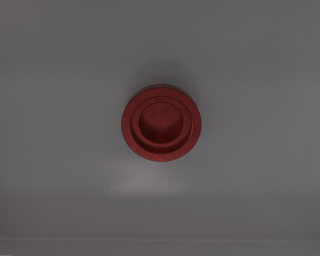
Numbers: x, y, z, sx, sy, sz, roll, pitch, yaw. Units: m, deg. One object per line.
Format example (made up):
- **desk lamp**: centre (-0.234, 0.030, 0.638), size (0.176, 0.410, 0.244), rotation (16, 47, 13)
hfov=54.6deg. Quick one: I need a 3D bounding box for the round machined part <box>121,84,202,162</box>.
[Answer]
- **round machined part**: centre (0.002, -0.009, 0.399), size (0.099, 0.042, 0.097), rotation (0, 110, 0)
